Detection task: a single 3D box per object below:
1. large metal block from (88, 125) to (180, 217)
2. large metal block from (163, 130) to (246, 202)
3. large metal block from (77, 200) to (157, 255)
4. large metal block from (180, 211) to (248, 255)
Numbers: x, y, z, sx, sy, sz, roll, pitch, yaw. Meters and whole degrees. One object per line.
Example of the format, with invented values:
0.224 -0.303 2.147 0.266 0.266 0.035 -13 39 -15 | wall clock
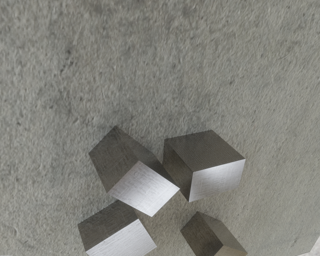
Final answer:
-0.033 0.053 0.388 0.050 0.080 0.080 -46 130 4 | large metal block
0.058 0.050 0.436 0.081 0.080 0.050 -10 123 -23 | large metal block
-0.062 0.160 0.457 0.080 0.050 0.080 -30 129 -9 | large metal block
0.095 0.204 0.552 0.080 0.080 0.050 33 100 -39 | large metal block
